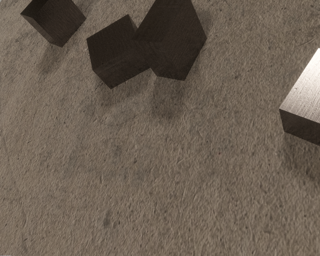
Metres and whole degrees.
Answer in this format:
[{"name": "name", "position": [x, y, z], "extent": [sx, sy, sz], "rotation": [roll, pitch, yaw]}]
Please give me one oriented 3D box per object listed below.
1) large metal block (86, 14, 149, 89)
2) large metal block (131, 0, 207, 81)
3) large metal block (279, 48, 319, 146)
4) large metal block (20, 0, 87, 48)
[{"name": "large metal block", "position": [-0.065, -0.122, 0.495], "extent": [0.080, 0.050, 0.080], "rotation": [-27, 53, 11]}, {"name": "large metal block", "position": [0.016, -0.125, 0.436], "extent": [0.050, 0.080, 0.080], "rotation": [16, 70, 34]}, {"name": "large metal block", "position": [0.179, -0.024, 0.309], "extent": [0.080, 0.050, 0.080], "rotation": [28, 77, 37]}, {"name": "large metal block", "position": [-0.207, -0.220, 0.609], "extent": [0.050, 0.080, 0.080], "rotation": [27, 76, 37]}]
